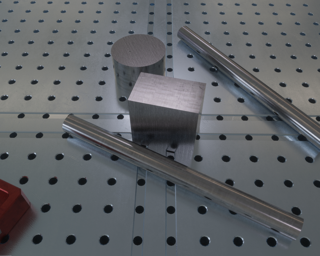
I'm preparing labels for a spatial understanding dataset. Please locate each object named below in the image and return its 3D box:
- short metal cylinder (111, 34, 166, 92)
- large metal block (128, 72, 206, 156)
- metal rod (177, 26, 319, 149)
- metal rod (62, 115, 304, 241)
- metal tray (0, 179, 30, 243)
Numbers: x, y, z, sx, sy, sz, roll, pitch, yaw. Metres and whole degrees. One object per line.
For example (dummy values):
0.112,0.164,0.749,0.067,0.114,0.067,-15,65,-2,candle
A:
-0.032,-0.100,0.475,0.081,0.050,0.080,0,50,0,short metal cylinder
0.009,-0.017,0.386,0.080,0.080,0.050,11,51,9,large metal block
0.127,-0.076,0.471,0.025,0.025,0.300,-28,56,-22,metal rod
0.011,0.049,0.365,0.301,0.025,0.025,23,54,18,metal rod
-0.213,0.106,0.313,0.090,0.030,0.130,20,53,16,metal tray
